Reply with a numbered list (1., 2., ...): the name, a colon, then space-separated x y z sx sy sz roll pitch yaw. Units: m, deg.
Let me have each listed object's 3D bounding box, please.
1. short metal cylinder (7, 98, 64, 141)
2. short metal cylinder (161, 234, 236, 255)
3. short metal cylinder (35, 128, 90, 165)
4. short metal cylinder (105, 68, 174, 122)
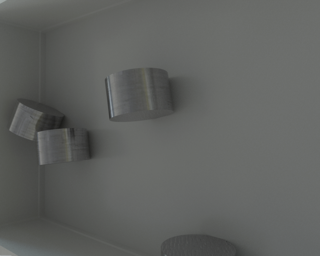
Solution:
1. short metal cylinder: -0.217 -0.013 0.542 0.080 0.080 0.050 28 97 36
2. short metal cylinder: 0.041 0.155 0.336 0.080 0.081 0.050 1 91 39
3. short metal cylinder: -0.155 0.030 0.496 0.080 0.081 0.050 -11 83 39
4. short metal cylinder: -0.026 -0.039 0.391 0.080 0.081 0.050 -13 82 39
